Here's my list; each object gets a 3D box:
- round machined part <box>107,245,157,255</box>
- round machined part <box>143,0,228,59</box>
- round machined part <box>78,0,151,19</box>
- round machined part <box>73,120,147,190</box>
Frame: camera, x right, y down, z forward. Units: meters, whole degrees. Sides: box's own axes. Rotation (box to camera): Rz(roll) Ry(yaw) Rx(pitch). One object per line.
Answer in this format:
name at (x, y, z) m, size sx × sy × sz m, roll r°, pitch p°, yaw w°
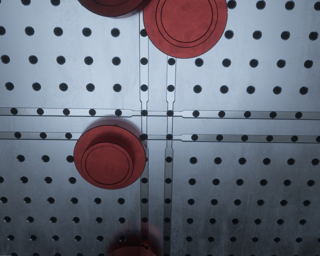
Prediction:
round machined part at (-0.043, 0.224, 0.487) m, size 0.099 × 0.042 × 0.097 m, roll 0°, pitch 110°, yaw 0°
round machined part at (0.029, -0.129, 0.357) m, size 0.099 × 0.042 × 0.097 m, roll 0°, pitch 110°, yaw 0°
round machined part at (-0.046, -0.169, 0.334) m, size 0.098 × 0.042 × 0.097 m, roll 3°, pitch 104°, yaw 12°
round machined part at (-0.068, 0.042, 0.419) m, size 0.099 × 0.042 × 0.097 m, roll 0°, pitch 110°, yaw 0°
